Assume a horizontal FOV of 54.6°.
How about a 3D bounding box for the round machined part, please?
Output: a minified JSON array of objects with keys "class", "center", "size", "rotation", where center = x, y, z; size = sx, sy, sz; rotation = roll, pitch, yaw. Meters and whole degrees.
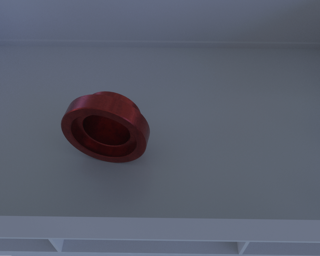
[{"class":"round machined part","center":[-0.060,-0.004,0.361],"size":[0.098,0.098,0.042],"rotation":[8,51,7]}]
